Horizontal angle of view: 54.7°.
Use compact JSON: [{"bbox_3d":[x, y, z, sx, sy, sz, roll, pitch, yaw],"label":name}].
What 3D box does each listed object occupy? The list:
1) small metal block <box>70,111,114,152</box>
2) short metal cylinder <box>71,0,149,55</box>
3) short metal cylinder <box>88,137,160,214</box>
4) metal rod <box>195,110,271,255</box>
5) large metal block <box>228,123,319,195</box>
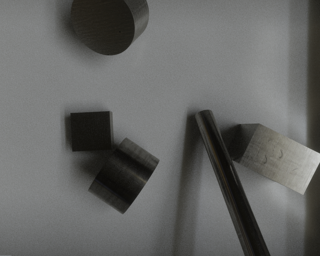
[{"bbox_3d":[-0.089,0.004,0.410,0.050,0.025,0.050,-3,90,-1],"label":"small metal block"},{"bbox_3d":[-0.059,-0.136,0.378,0.080,0.050,0.079,10,129,13],"label":"short metal cylinder"},{"bbox_3d":[-0.044,0.058,0.383,0.050,0.080,0.080,35,90,-1],"label":"short metal cylinder"},{"bbox_3d":[0.094,0.107,0.338,0.025,0.025,0.299,-16,59,0],"label":"metal rod"},{"bbox_3d":[0.135,0.035,0.386,0.080,0.080,0.050,27,90,-1],"label":"large metal block"}]
